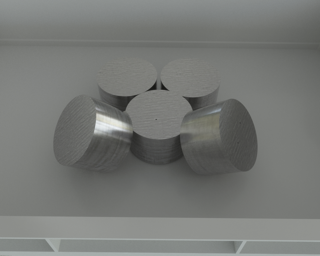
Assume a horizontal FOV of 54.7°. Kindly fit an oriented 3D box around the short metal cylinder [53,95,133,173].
[{"bbox_3d":[-0.077,0.008,0.352,0.050,0.080,0.080,22,33,-44],"label":"short metal cylinder"}]

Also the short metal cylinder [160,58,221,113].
[{"bbox_3d":[0.041,-0.053,0.432,0.081,0.050,0.080,0,50,0],"label":"short metal cylinder"}]

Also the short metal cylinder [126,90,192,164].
[{"bbox_3d":[-0.001,-0.002,0.386,0.081,0.050,0.080,0,50,0],"label":"short metal cylinder"}]

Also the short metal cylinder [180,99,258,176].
[{"bbox_3d":[0.068,0.012,0.350,0.050,0.080,0.080,-15,37,41],"label":"short metal cylinder"}]

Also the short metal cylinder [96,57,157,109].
[{"bbox_3d":[-0.044,-0.054,0.430,0.081,0.050,0.080,0,50,0],"label":"short metal cylinder"}]
